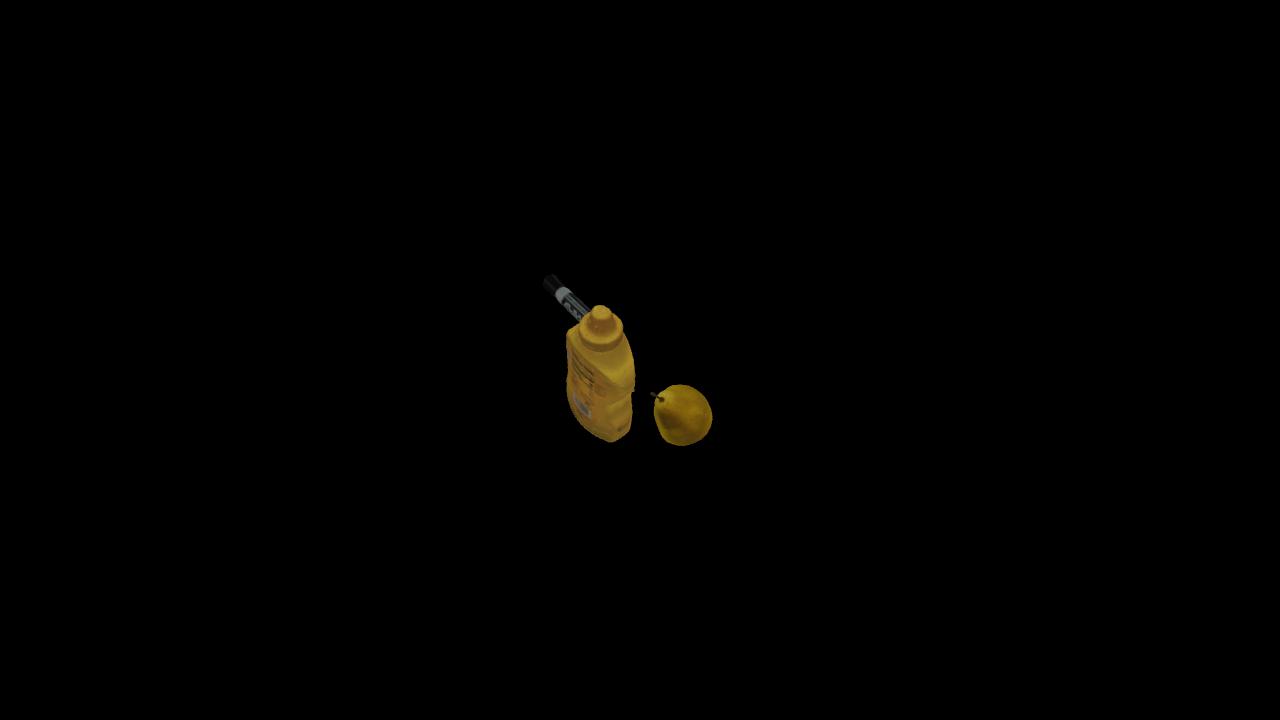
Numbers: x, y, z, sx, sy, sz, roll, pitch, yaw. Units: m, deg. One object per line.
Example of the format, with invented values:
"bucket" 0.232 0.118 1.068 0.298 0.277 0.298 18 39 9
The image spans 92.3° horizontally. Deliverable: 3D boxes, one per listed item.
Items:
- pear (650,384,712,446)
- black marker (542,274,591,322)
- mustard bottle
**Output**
"pear" 0.046 0.064 0.765 0.080 0.080 0.111 0 -14 21
"black marker" -0.064 -0.052 0.636 0.020 0.020 0.121 0 36 -50
"mustard bottle" -0.042 0.008 0.632 0.054 0.092 0.184 -27 -29 -21
